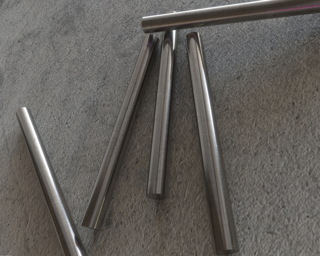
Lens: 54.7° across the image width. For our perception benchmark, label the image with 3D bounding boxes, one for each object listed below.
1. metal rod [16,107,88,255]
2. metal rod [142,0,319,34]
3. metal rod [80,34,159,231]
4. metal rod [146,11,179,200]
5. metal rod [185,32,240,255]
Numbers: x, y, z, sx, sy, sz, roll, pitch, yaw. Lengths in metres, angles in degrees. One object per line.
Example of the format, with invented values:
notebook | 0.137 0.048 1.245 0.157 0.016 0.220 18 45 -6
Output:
metal rod | -0.168 0.065 0.452 0.025 0.025 0.300 -40 51 1
metal rod | 0.117 -0.157 0.420 0.301 0.025 0.025 0 62 21
metal rod | -0.048 -0.011 0.435 0.025 0.025 0.300 1 62 28
metal rod | 0.008 -0.051 0.430 0.025 0.025 0.299 -9 58 23
metal rod | 0.057 -0.007 0.378 0.025 0.025 0.299 -16 55 19
